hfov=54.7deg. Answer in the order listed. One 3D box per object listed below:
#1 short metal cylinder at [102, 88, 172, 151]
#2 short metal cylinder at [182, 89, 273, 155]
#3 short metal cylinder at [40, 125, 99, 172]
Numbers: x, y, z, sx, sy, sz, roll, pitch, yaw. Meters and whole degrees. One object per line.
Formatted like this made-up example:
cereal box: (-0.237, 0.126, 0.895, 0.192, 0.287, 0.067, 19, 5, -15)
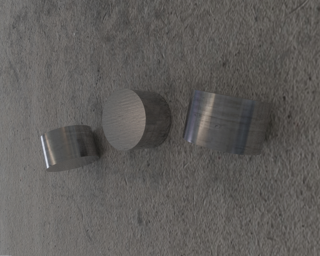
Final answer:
short metal cylinder: (-0.032, -0.011, 0.415, 0.080, 0.050, 0.080, 0, 90, 40)
short metal cylinder: (0.067, -0.008, 0.314, 0.080, 0.081, 0.050, 17, 101, 39)
short metal cylinder: (-0.142, 0.033, 0.486, 0.080, 0.081, 0.050, -28, 73, 37)
